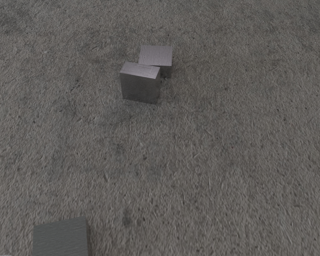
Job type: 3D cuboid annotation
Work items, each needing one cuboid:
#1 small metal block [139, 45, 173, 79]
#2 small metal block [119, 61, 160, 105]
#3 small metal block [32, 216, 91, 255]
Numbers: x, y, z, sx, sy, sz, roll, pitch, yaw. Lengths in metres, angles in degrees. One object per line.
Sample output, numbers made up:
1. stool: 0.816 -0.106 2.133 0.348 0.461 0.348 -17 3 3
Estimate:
1. small metal block: -0.006 -0.105 0.492 0.050 0.025 0.050 2 50 2
2. small metal block: -0.027 -0.063 0.440 0.050 0.050 0.025 11 51 9
3. small metal block: -0.095 0.119 0.302 0.050 0.025 0.050 -10 51 -8
